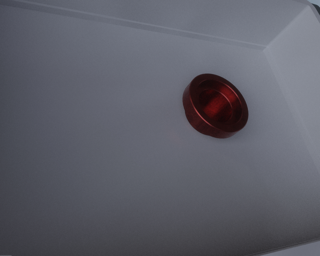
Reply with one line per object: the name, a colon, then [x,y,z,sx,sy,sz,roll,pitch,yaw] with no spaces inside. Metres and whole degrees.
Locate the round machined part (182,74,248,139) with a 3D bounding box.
round machined part: [0.076,-0.028,0.452,0.099,0.042,0.098,13,56,-21]
